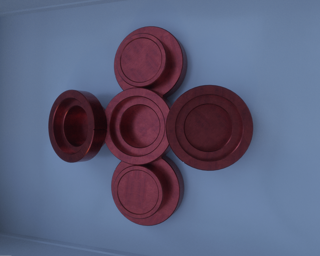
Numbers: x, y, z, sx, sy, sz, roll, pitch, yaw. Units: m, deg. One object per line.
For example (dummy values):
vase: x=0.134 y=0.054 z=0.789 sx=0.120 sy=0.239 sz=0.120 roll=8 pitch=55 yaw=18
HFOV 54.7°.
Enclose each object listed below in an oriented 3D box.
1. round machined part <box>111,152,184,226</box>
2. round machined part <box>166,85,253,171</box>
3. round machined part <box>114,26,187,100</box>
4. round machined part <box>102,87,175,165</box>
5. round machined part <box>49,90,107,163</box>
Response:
round machined part: x=-0.021 y=0.080 z=0.407 sx=0.098 sy=0.042 sz=0.097 roll=0 pitch=90 yaw=20
round machined part: x=0.057 y=0.000 z=0.371 sx=0.099 sy=0.042 sz=0.097 roll=0 pitch=90 yaw=3
round machined part: x=-0.017 y=-0.085 z=0.406 sx=0.098 sy=0.042 sz=0.097 roll=0 pitch=90 yaw=20
round machined part: x=-0.023 y=-0.002 z=0.407 sx=0.098 sy=0.042 sz=0.097 roll=0 pitch=90 yaw=20
round machined part: x=-0.108 y=-0.002 z=0.429 sx=0.098 sy=0.042 sz=0.097 roll=0 pitch=90 yaw=37
